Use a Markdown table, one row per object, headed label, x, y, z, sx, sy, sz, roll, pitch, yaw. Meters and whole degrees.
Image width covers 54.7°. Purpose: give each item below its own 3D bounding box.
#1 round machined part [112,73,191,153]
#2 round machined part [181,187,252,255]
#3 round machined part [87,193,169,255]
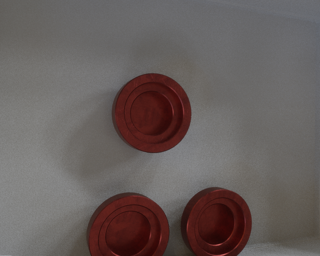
| label | x | y | z | sx | sy | sz | roll | pitch | yaw |
| --- | --- | --- | --- | --- | --- | --- | --- | --- | --- |
| round machined part | -0.013 | -0.018 | 0.397 | 0.099 | 0.042 | 0.097 | 0 | 90 | -20 |
| round machined part | 0.073 | 0.130 | 0.428 | 0.099 | 0.042 | 0.097 | 0 | 89 | -20 |
| round machined part | -0.041 | 0.129 | 0.386 | 0.099 | 0.042 | 0.097 | 0 | 90 | -20 |
